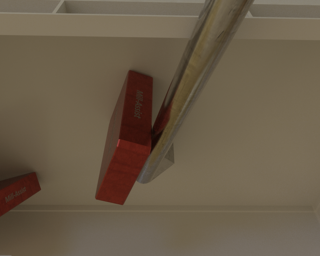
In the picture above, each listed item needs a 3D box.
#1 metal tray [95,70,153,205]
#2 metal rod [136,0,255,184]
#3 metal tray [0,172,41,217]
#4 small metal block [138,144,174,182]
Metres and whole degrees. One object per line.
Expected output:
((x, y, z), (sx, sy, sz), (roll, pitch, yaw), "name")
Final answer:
((-0.038, 0.007, 0.345), (0.030, 0.130, 0.089), (16, 128, -14), "metal tray")
((0.013, -0.015, 0.271), (0.025, 0.025, 0.298), (10, 148, -9), "metal rod")
((-0.237, 0.101, 0.422), (0.090, 0.130, 0.030), (-15, 95, 8), "metal tray")
((-0.007, 0.038, 0.425), (0.025, 0.050, 0.050), (34, 122, -25), "small metal block")
